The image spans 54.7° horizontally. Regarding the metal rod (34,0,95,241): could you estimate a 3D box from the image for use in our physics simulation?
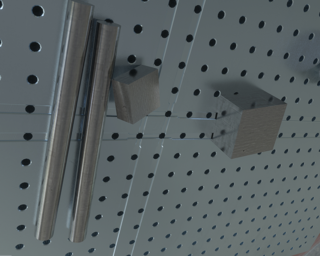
[{"bbox_3d":[-0.115,0.011,0.355,0.025,0.025,0.298,3,117,-30],"label":"metal rod"}]

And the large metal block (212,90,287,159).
[{"bbox_3d":[0.132,-0.007,0.466,0.081,0.050,0.079,-9,122,-24],"label":"large metal block"}]

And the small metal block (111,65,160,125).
[{"bbox_3d":[-0.026,-0.040,0.361,0.050,0.025,0.050,-37,136,-40],"label":"small metal block"}]

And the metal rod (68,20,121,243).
[{"bbox_3d":[-0.085,0.024,0.380,0.025,0.025,0.298,-1,119,-29],"label":"metal rod"}]
